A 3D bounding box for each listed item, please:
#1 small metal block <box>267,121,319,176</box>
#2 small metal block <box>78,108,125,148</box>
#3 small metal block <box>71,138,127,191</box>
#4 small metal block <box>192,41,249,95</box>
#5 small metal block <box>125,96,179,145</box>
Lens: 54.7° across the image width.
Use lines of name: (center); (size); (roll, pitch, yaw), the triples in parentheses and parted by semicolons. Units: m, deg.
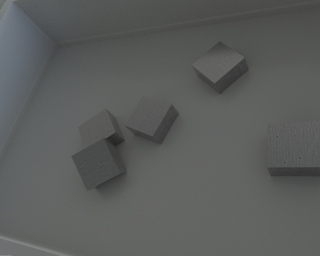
small metal block: (0.139, 0.022, 0.319); (0.050, 0.025, 0.050); (-4, 60, 26)
small metal block: (-0.085, 0.008, 0.445); (0.050, 0.025, 0.050); (-33, 51, 6)
small metal block: (-0.079, 0.047, 0.405); (0.050, 0.025, 0.050); (-29, 80, 10)
small metal block: (0.080, -0.081, 0.413); (0.050, 0.025, 0.050); (-41, 51, 0)
small metal block: (-0.011, -0.011, 0.419); (0.050, 0.025, 0.050); (20, 72, 35)
